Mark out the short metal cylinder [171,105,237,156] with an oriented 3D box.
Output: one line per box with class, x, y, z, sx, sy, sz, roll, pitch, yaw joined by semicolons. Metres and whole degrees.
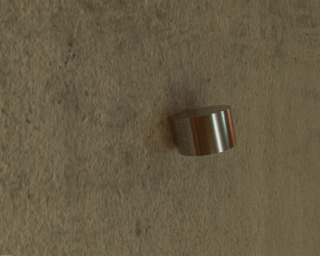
short metal cylinder;0.060;0.002;0.421;0.081;0.080;0.050;-19;103;-39
